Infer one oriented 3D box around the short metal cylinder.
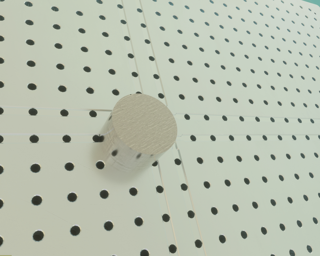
[{"bbox_3d":[-0.026,0.005,0.374,0.081,0.050,0.080,13,56,-21],"label":"short metal cylinder"}]
